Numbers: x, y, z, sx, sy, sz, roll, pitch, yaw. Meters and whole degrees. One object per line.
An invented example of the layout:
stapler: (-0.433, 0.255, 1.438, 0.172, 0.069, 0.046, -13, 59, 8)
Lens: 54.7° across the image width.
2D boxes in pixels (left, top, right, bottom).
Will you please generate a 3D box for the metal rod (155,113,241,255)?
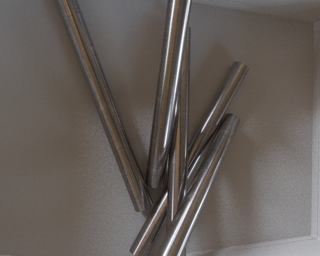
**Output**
metal rod: (0.039, 0.087, 0.361, 0.025, 0.025, 0.301, 46, 51, -15)

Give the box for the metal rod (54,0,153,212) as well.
metal rod: (-0.071, -0.036, 0.385, 0.025, 0.025, 0.298, -22, 98, -19)

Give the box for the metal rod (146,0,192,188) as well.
metal rod: (0.011, -0.062, 0.349, 0.025, 0.025, 0.298, -2, 116, -20)

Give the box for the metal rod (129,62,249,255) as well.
metal rod: (0.045, 0.037, 0.428, 0.025, 0.025, 0.300, 34, 79, -17)

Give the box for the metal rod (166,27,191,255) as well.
metal rod: (0.024, 0.013, 0.402, 0.025, 0.025, 0.298, 5, 82, -20)
